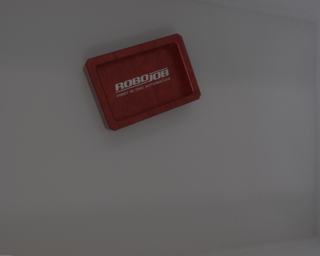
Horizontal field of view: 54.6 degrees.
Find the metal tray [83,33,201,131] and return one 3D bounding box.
[{"bbox_3d":[-0.021,-0.059,0.399,0.131,0.030,0.090,-22,97,-19],"label":"metal tray"}]
